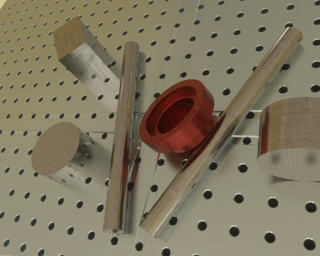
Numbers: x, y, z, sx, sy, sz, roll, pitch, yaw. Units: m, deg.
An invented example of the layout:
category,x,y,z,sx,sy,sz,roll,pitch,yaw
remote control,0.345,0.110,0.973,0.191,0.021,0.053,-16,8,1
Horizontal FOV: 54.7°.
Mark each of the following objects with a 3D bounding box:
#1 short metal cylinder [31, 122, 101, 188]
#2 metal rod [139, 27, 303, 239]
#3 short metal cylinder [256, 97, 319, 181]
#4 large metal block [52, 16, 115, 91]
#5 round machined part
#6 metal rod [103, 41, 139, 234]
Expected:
category,x,y,z,sx,sy,sz,roll,pitch,yaw
short metal cylinder,-0.132,0.038,0.438,0.080,0.050,0.080,-13,56,21
metal rod,0.078,-0.002,0.368,0.025,0.025,0.300,31,78,38
short metal cylinder,0.135,0.013,0.294,0.080,0.080,0.050,-1,61,28
large metal block,-0.127,-0.124,0.516,0.050,0.080,0.080,-31,52,9
round machined part,0.025,-0.009,0.376,0.098,0.042,0.098,-32,32,24
metal rod,-0.051,-0.007,0.439,0.025,0.025,0.299,-12,56,22
